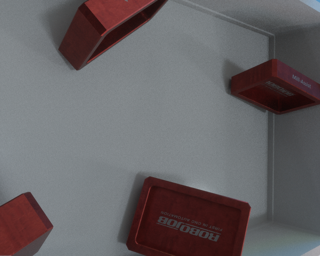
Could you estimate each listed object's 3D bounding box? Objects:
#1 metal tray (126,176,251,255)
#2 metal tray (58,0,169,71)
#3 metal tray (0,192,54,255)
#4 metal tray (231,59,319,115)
[{"bbox_3d":[0.035,0.119,0.375,0.030,0.131,0.090,58,46,-71],"label":"metal tray"},{"bbox_3d":[-0.040,-0.121,0.329,0.030,0.090,0.131,50,59,-10],"label":"metal tray"},{"bbox_3d":[-0.134,0.100,0.228,0.091,0.129,0.030,-31,80,-36],"label":"metal tray"},{"bbox_3d":[0.195,-0.063,0.515,0.131,0.090,0.030,18,69,-30],"label":"metal tray"}]
